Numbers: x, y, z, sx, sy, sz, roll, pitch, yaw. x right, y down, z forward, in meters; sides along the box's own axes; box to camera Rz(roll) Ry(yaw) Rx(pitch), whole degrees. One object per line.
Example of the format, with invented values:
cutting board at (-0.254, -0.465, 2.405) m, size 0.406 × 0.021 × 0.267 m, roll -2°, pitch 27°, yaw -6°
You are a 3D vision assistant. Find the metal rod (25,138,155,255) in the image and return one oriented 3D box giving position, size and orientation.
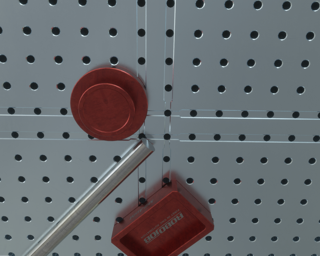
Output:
metal rod at (-0.119, 0.125, 0.457) m, size 0.025 × 0.025 × 0.299 m, roll 42°, pitch 104°, yaw -14°

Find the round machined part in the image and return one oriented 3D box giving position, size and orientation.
round machined part at (-0.065, -0.028, 0.393) m, size 0.099 × 0.042 × 0.097 m, roll 0°, pitch 110°, yaw -1°

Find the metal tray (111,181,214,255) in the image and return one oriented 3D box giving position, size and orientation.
metal tray at (0.003, 0.151, 0.466) m, size 0.130 × 0.030 × 0.090 m, roll -41°, pitch 106°, yaw 13°
